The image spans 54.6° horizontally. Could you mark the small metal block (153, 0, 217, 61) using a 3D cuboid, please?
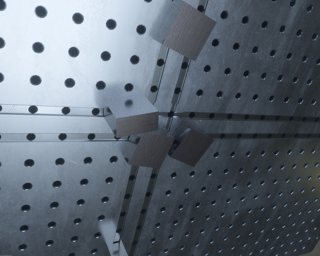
[{"bbox_3d":[0.029,-0.112,0.357,0.050,0.025,0.050,18,109,-35],"label":"small metal block"}]

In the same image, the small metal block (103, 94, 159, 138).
[{"bbox_3d":[-0.035,-0.016,0.366,0.050,0.050,0.025,-11,123,-23],"label":"small metal block"}]

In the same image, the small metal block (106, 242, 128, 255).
[{"bbox_3d":[-0.067,0.221,0.494,0.025,0.050,0.050,-4,120,-26],"label":"small metal block"}]

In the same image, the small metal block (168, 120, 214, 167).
[{"bbox_3d":[0.041,0.023,0.447,0.050,0.025,0.050,27,104,-37],"label":"small metal block"}]

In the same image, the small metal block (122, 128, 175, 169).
[{"bbox_3d":[-0.016,0.025,0.417,0.050,0.025,0.050,13,112,-34],"label":"small metal block"}]
